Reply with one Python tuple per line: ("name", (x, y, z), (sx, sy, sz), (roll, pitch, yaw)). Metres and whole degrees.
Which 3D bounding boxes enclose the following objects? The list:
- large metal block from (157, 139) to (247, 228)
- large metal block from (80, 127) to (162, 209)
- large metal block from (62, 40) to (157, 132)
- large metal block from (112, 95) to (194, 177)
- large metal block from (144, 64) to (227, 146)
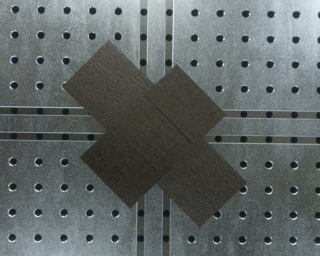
("large metal block", (0.050, 0.065, 0.402), (0.080, 0.050, 0.080), (-44, 91, 1))
("large metal block", (-0.044, 0.044, 0.386), (0.050, 0.080, 0.080), (-44, 91, 0))
("large metal block", (-0.061, -0.050, 0.397), (0.080, 0.050, 0.080), (45, 91, -1))
("large metal block", (-0.008, 0.009, 0.386), (0.050, 0.080, 0.080), (-44, 91, 0))
("large metal block", (0.028, -0.026, 0.387), (0.050, 0.080, 0.080), (-44, 91, 0))
